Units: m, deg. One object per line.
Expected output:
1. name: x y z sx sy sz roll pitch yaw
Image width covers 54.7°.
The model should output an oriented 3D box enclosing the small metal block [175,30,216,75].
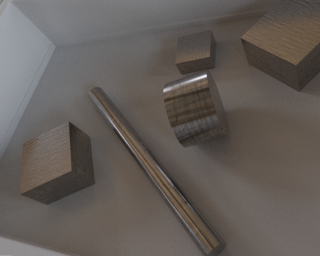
1. small metal block: 0.052 -0.108 0.444 0.050 0.025 0.050 -7 59 24

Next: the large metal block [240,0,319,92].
1. large metal block: 0.159 -0.103 0.369 0.080 0.050 0.080 -44 51 -3

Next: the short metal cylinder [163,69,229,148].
1. short metal cylinder: 0.043 -0.022 0.360 0.050 0.080 0.080 -17 55 18

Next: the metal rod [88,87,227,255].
1. metal rod: -0.023 0.033 0.395 0.025 0.025 0.300 -41 51 0

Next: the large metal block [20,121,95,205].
1. large metal block: -0.143 0.049 0.432 0.080 0.050 0.080 -25 53 12
